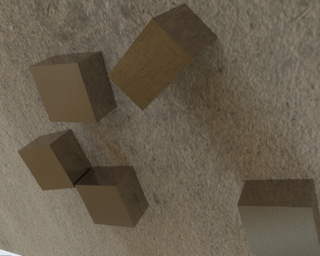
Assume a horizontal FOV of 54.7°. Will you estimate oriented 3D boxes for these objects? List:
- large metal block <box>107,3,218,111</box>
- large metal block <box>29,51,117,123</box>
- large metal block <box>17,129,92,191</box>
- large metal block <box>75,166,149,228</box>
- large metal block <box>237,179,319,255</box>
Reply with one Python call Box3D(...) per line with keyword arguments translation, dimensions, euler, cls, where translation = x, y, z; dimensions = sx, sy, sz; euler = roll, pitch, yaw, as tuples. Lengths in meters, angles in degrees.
Box3D(translation=(0.004, -0.075, 0.322), dimensions=(0.050, 0.080, 0.080), euler=(45, 129, -4), cls="large metal block")
Box3D(translation=(-0.114, -0.054, 0.415), dimensions=(0.080, 0.050, 0.079), euler=(2, 119, 27), cls="large metal block")
Box3D(translation=(-0.171, 0.054, 0.512), dimensions=(0.080, 0.050, 0.080), euler=(-11, 113, 32), cls="large metal block")
Box3D(translation=(-0.075, 0.108, 0.495), dimensions=(0.080, 0.050, 0.080), euler=(-5, 116, 30), cls="large metal block")
Box3D(translation=(0.149, 0.111, 0.380), dimensions=(0.080, 0.050, 0.080), euler=(-7, 115, 31), cls="large metal block")
